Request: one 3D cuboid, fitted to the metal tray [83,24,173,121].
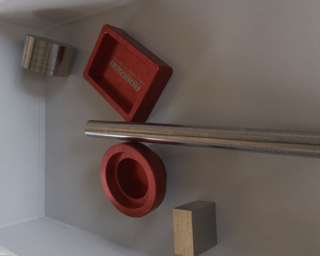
[{"bbox_3d":[-0.051,-0.079,0.443,0.130,0.030,0.089,44,116,31],"label":"metal tray"}]

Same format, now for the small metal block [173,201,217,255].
[{"bbox_3d":[0.041,0.114,0.355,0.025,0.050,0.050,-4,88,40],"label":"small metal block"}]

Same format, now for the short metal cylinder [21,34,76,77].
[{"bbox_3d":[-0.188,-0.122,0.523,0.080,0.081,0.050,28,107,36],"label":"short metal cylinder"}]

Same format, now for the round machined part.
[{"bbox_3d":[-0.030,0.064,0.412,0.098,0.042,0.097,9,105,37],"label":"round machined part"}]

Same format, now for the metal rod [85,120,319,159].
[{"bbox_3d":[0.029,0.008,0.358,0.300,0.025,0.025,4,92,32],"label":"metal rod"}]
